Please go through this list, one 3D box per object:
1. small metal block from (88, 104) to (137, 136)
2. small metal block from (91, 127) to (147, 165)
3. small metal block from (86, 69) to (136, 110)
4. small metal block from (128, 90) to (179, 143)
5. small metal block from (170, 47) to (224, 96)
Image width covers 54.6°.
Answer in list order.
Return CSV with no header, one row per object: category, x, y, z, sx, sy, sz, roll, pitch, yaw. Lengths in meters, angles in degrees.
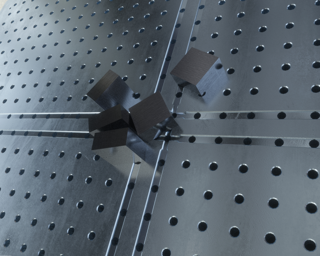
small metal block,-0.062,-0.001,0.427,0.050,0.050,0.025,-23,53,15
small metal block,-0.052,0.025,0.405,0.050,0.050,0.025,-9,58,23
small metal block,-0.071,-0.050,0.462,0.050,0.050,0.025,-49,51,-6
small metal block,-0.010,-0.015,0.424,0.050,0.025,0.050,-30,52,9
small metal block,0.051,-0.079,0.431,0.050,0.025,0.050,34,80,38
